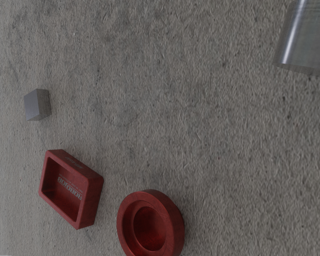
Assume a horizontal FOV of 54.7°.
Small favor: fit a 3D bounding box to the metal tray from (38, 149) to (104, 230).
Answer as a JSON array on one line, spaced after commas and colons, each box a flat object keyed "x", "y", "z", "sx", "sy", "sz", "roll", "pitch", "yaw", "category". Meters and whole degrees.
[{"x": -0.156, "y": 0.101, "z": 0.530, "sx": 0.130, "sy": 0.030, "sz": 0.089, "roll": 24, "pitch": 105, "yaw": 37, "category": "metal tray"}]

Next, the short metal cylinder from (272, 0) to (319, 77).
[{"x": 0.140, "y": -0.069, "z": 0.254, "sx": 0.080, "sy": 0.081, "sz": 0.050, "roll": 22, "pitch": 104, "yaw": 38, "category": "short metal cylinder"}]

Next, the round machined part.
[{"x": -0.007, "y": 0.128, "z": 0.400, "sx": 0.098, "sy": 0.042, "sz": 0.097, "roll": 0, "pitch": 90, "yaw": 40, "category": "round machined part"}]

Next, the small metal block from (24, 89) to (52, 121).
[{"x": -0.238, "y": -0.044, "z": 0.602, "sx": 0.050, "sy": 0.025, "sz": 0.050, "roll": -17, "pitch": 79, "yaw": 38, "category": "small metal block"}]
